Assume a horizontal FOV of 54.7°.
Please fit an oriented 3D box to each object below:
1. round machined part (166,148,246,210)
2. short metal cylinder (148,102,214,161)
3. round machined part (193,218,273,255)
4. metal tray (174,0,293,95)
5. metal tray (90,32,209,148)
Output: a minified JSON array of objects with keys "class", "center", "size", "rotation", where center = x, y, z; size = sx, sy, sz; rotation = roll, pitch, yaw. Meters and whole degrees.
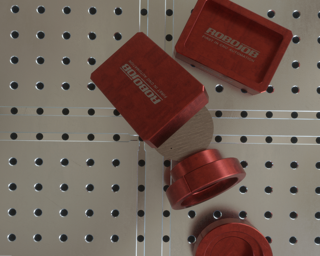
[{"class":"round machined part","center":[0.052,0.060,0.383],"size":[0.098,0.098,0.042],"rotation":[-25,66,0]},{"class":"short metal cylinder","center":[0.025,0.000,0.401],"size":[0.081,0.050,0.079],"rotation":[0,90,0]},{"class":"round machined part","center":[0.092,0.166,0.406],"size":[0.099,0.042,0.097],"rotation":[0,90,-1]},{"class":"metal tray","center":[0.095,-0.111,0.412],"size":[0.131,0.030,0.090],"rotation":[26,90,-1]},{"class":"metal tray","center":[-0.016,-0.050,0.381],"size":[0.090,0.030,0.130],"rotation":[-42,61,-1]}]
